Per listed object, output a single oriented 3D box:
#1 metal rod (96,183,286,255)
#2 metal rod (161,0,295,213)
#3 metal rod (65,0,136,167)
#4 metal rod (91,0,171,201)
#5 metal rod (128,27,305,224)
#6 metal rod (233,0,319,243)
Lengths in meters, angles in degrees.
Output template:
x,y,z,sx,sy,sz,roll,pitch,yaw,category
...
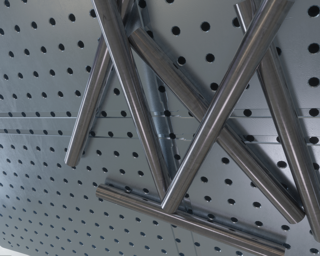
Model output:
x,y,z,sx,sy,sz,roll,pitch,yaw,category
0.034,0.142,0.481,0.301,0.025,0.025,14,124,20,metal rod
0.057,0.000,0.347,0.025,0.025,0.298,29,128,10,metal rod
-0.093,-0.047,0.431,0.025,0.025,0.298,34,129,6,metal rod
-0.023,-0.014,0.397,0.025,0.025,0.299,1,125,28,metal rod
0.071,0.001,0.374,0.300,0.025,0.025,47,129,-6,metal rod
0.143,0.006,0.339,0.025,0.025,0.299,-13,112,34,metal rod
